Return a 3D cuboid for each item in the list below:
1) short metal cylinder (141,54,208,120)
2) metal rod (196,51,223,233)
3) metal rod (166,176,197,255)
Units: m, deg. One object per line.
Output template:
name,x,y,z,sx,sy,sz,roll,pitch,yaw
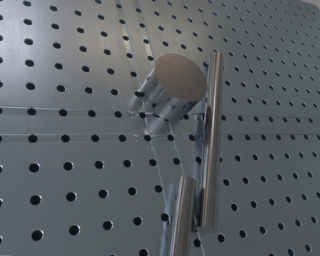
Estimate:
short metal cylinder,0.020,-0.058,0.438,0.081,0.050,0.080,14,56,-21
metal rod,0.076,-0.001,0.449,0.025,0.025,0.300,21,54,-16
metal rod,0.009,0.186,0.299,0.025,0.025,0.300,22,53,-15
